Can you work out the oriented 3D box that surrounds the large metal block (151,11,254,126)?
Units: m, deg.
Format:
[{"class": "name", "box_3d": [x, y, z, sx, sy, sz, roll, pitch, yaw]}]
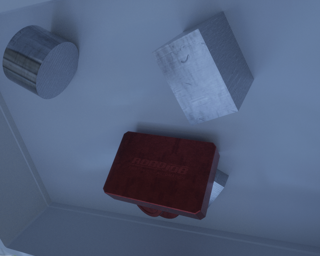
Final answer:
[{"class": "large metal block", "box_3d": [0.048, -0.061, 0.310, 0.050, 0.080, 0.080, -19, 109, 35]}]

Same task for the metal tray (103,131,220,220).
[{"class": "metal tray", "box_3d": [0.002, 0.057, 0.398, 0.130, 0.090, 0.030, 7, 154, 24]}]

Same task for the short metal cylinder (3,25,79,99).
[{"class": "short metal cylinder", "box_3d": [-0.151, -0.084, 0.399, 0.050, 0.080, 0.079, 29, 128, 10]}]

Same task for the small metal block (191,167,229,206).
[{"class": "small metal block", "box_3d": [0.058, 0.075, 0.424, 0.050, 0.025, 0.050, 31, 128, 7]}]

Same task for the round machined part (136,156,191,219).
[{"class": "round machined part", "box_3d": [-0.007, 0.084, 0.431, 0.098, 0.042, 0.097, 25, 128, 38]}]
